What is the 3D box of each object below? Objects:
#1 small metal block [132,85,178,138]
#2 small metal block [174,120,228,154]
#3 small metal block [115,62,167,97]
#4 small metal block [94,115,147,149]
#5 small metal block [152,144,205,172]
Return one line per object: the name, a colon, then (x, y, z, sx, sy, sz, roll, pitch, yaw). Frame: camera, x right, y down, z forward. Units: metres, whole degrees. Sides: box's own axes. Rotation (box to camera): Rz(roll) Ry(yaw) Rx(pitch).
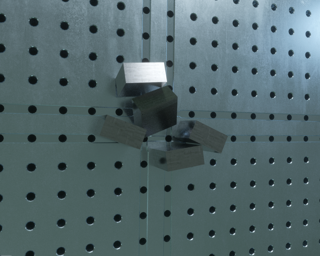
small metal block: (-0.006, -0.020, 0.395, 0.050, 0.025, 0.050, -23, 142, -19)
small metal block: (0.054, 0.012, 0.419, 0.050, 0.050, 0.025, 25, 82, -18)
small metal block: (-0.025, -0.060, 0.388, 0.050, 0.050, 0.025, -5, 79, -20)
small metal block: (-0.050, 0.005, 0.381, 0.050, 0.050, 0.025, 21, 84, -19)
small metal block: (0.023, 0.037, 0.408, 0.050, 0.050, 0.025, -8, 93, -20)
